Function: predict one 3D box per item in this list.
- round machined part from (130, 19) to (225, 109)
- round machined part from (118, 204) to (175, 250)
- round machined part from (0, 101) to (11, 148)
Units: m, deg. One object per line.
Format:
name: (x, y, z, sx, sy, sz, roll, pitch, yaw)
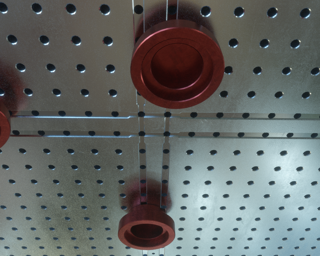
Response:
round machined part: (0.018, -0.072, 0.340, 0.099, 0.042, 0.097, -1, 130, 0)
round machined part: (-0.023, 0.172, 0.547, 0.099, 0.042, 0.097, -1, 130, 0)
round machined part: (-0.236, -0.011, 0.375, 0.099, 0.042, 0.097, -14, 138, -13)
